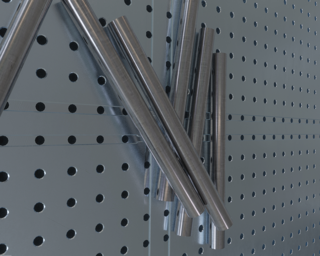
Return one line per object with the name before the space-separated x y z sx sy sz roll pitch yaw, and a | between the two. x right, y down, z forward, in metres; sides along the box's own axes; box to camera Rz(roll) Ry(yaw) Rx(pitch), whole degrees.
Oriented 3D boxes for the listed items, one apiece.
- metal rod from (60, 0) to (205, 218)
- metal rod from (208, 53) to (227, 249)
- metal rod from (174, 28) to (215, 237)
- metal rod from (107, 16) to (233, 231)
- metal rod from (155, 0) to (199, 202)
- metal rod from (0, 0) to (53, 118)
metal rod | -0.024 -0.016 0.368 0.025 0.025 0.299 -40 108 -33
metal rod | 0.090 0.034 0.482 0.025 0.025 0.298 1 89 -40
metal rod | 0.051 0.002 0.450 0.025 0.025 0.299 13 82 -39
metal rod | 0.018 0.003 0.394 0.025 0.025 0.299 -36 103 -34
metal rod | 0.026 -0.051 0.429 0.025 0.025 0.299 13 82 -39
metal rod | -0.126 -0.111 0.302 0.025 0.025 0.299 28 73 -37
